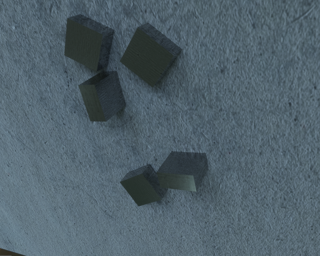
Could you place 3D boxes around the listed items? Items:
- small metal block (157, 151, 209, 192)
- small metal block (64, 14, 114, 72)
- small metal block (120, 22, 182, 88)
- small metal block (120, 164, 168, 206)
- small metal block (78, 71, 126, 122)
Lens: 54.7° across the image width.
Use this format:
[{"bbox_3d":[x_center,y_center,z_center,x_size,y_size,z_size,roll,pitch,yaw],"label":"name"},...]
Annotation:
[{"bbox_3d":[0.031,0.056,0.409,0.050,0.050,0.025,1,119,28],"label":"small metal block"},{"bbox_3d":[-0.089,-0.107,0.388,0.050,0.025,0.050,27,128,11],"label":"small metal block"},{"bbox_3d":[-0.011,-0.084,0.360,0.050,0.025,0.050,39,129,2],"label":"small metal block"},{"bbox_3d":[-0.024,0.088,0.474,0.050,0.025,0.050,-26,104,37],"label":"small metal block"},{"bbox_3d":[-0.073,-0.042,0.403,0.025,0.050,0.050,2,119,27],"label":"small metal block"}]
